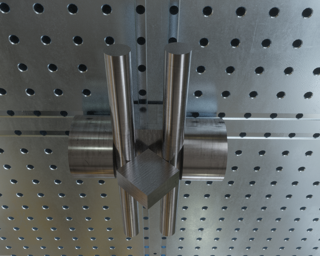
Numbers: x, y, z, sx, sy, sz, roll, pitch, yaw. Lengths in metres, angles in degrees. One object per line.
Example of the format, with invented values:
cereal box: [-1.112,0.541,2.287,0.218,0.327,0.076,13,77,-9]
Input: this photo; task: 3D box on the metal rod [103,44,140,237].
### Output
metal rod: [-0.041,0.042,0.377,0.025,0.025,0.298,0,130,-1]

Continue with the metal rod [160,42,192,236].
metal rod: [0.014,0.041,0.377,0.025,0.025,0.298,0,130,-1]

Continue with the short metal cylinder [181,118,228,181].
short metal cylinder: [0.052,0.027,0.394,0.050,0.080,0.079,1,130,0]

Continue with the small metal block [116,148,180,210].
small metal block: [-0.014,0.057,0.357,0.050,0.050,0.025,33,140,31]

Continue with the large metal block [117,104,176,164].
large metal block: [-0.014,0.016,0.404,0.081,0.050,0.079,1,130,-1]

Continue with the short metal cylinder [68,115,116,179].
short metal cylinder: [-0.080,0.023,0.390,0.050,0.080,0.079,1,130,-1]
